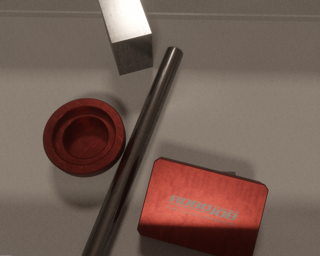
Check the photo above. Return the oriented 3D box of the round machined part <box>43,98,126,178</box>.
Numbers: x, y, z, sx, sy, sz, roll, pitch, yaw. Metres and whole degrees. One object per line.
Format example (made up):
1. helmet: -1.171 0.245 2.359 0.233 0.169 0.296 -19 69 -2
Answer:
1. round machined part: -0.092 0.015 0.394 0.099 0.042 0.098 0 70 -1

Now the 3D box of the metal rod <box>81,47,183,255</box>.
1. metal rod: -0.029 0.022 0.401 0.025 0.025 0.300 19 71 6

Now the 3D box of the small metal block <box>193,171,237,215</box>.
1. small metal block: 0.067 0.081 0.381 0.050 0.025 0.050 1 70 0

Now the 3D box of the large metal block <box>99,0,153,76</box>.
1. large metal block: -0.046 -0.132 0.428 0.050 0.080 0.080 -16 71 -6

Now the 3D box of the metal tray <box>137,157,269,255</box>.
1. metal tray: 0.048 0.092 0.360 0.131 0.030 0.090 14 89 4
